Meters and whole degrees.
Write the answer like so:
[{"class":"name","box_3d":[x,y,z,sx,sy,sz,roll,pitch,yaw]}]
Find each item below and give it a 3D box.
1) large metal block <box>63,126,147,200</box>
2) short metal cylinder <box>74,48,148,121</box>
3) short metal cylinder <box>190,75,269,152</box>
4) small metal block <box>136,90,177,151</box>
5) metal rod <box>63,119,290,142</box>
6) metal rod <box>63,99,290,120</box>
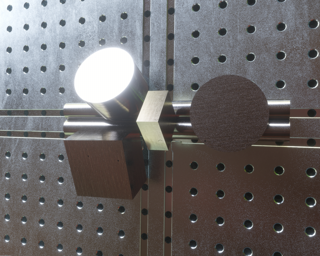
[{"class":"large metal block","box_3d":[-0.069,0.043,0.405,0.080,0.050,0.079,-1,110,20]},{"class":"short metal cylinder","box_3d":[-0.062,-0.056,0.402,0.080,0.050,0.080,-7,64,16]},{"class":"short metal cylinder","box_3d":[0.078,-0.015,0.341,0.080,0.050,0.079,0,90,20]},{"class":"small metal block","box_3d":[-0.002,-0.009,0.366,0.025,0.050,0.050,1,48,20]},{"class":"metal rod","box_3d":[0.007,0.002,0.406,0.301,0.025,0.025,1,90,19]},{"class":"metal rod","box_3d":[0.007,-0.023,0.406,0.301,0.025,0.025,1,90,19]}]
